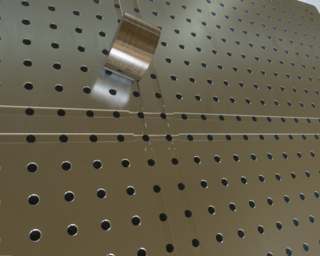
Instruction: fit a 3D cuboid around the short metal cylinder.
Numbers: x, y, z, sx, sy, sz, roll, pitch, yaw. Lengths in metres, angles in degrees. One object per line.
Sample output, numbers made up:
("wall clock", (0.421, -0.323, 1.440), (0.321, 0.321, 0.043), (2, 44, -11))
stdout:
("short metal cylinder", (-0.039, -0.108, 0.419), (0.050, 0.080, 0.080), (21, 54, -16))
